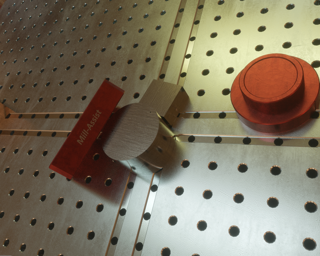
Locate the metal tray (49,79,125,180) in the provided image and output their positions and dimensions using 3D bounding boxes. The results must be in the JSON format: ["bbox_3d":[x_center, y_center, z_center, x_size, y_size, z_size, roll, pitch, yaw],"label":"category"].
[{"bbox_3d":[-0.099,0.005,0.420,0.130,0.030,0.090,-61,11,-16],"label":"metal tray"}]

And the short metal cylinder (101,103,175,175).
[{"bbox_3d":[-0.027,0.014,0.398,0.080,0.050,0.080,-13,56,21],"label":"short metal cylinder"}]

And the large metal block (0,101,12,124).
[{"bbox_3d":[-0.346,-0.029,0.592,0.080,0.050,0.080,28,77,37],"label":"large metal block"}]

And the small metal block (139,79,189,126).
[{"bbox_3d":[0.003,-0.036,0.429,0.050,0.025,0.050,20,72,35],"label":"small metal block"}]

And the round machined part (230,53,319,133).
[{"bbox_3d":[0.130,-0.047,0.358,0.098,0.042,0.098,-13,56,21],"label":"round machined part"}]
